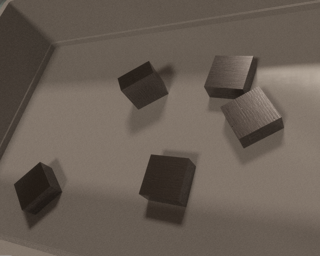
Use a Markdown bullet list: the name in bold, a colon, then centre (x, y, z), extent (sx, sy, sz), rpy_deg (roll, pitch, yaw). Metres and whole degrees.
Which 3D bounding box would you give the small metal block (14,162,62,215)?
- **small metal block**: centre (-0.175, 0.086, 0.442), extent (0.050, 0.025, 0.050), rpy_deg (-41, 51, 0)

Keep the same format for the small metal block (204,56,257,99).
- **small metal block**: centre (0.091, -0.065, 0.397), extent (0.050, 0.025, 0.050), rpy_deg (9, 66, 31)

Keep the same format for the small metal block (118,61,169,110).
- **small metal block**: centre (-0.023, -0.059, 0.437), extent (0.050, 0.050, 0.025), rpy_deg (-27, 53, 11)

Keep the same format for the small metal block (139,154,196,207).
- **small metal block**: centre (0.009, 0.061, 0.362), extent (0.050, 0.025, 0.050), rpy_deg (3, 63, 29)

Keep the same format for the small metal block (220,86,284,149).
- **small metal block**: centre (0.106, -0.012, 0.357), extent (0.050, 0.025, 0.050), rpy_deg (-29, 52, 9)
